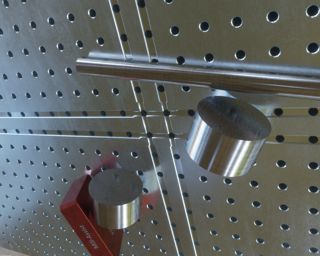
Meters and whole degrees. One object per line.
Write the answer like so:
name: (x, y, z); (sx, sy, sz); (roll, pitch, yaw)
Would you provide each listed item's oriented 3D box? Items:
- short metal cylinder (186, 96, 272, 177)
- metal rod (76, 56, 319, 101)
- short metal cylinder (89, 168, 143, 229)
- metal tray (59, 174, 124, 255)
short metal cylinder: (0.073, 0.007, 0.341); (0.080, 0.080, 0.050); (24, 127, 13)
metal rod: (0.032, -0.060, 0.356); (0.301, 0.025, 0.025); (10, 123, 23)
short metal cylinder: (-0.067, 0.107, 0.478); (0.080, 0.080, 0.050); (17, 125, 18)
metal tray: (-0.109, 0.154, 0.519); (0.030, 0.090, 0.130); (-25, 107, 8)
